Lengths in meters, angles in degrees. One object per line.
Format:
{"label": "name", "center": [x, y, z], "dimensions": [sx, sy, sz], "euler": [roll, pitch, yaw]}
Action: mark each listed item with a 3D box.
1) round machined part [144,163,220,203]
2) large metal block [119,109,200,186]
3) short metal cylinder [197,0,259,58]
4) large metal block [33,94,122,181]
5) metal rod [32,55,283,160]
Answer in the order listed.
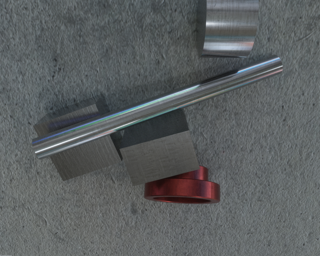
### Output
{"label": "round machined part", "center": [0.030, 0.074, 0.409], "dimensions": [0.099, 0.098, 0.042], "euler": [4, 71, -2]}
{"label": "large metal block", "center": [0.000, 0.021, 0.388], "dimensions": [0.080, 0.080, 0.050], "euler": [-15, 110, 5]}
{"label": "short metal cylinder", "center": [0.070, -0.117, 0.338], "dimensions": [0.050, 0.080, 0.079], "euler": [0, 110, -1]}
{"label": "large metal block", "center": [-0.099, 0.011, 0.399], "dimensions": [0.080, 0.050, 0.080], "euler": [-19, 109, 6]}
{"label": "metal rod", "center": [0.004, -0.028, 0.364], "dimensions": [0.302, 0.025, 0.025], "euler": [-20, 110, -8]}
